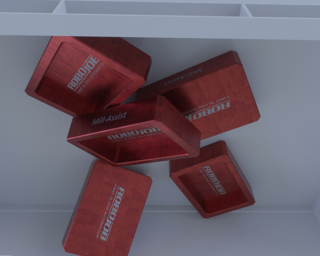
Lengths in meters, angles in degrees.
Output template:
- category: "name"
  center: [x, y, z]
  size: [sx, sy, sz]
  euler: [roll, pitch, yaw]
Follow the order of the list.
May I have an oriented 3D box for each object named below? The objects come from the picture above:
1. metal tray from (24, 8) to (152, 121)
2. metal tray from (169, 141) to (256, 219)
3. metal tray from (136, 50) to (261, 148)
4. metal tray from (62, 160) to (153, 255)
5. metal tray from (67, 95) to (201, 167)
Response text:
- category: "metal tray"
  center: [-0.080, -0.054, 0.327]
  size: [0.090, 0.030, 0.129]
  euler: [28, 147, -23]
- category: "metal tray"
  center: [0.082, 0.085, 0.478]
  size: [0.090, 0.030, 0.130]
  euler: [-23, 127, 18]
- category: "metal tray"
  center: [0.047, -0.028, 0.383]
  size: [0.130, 0.030, 0.090]
  euler: [-20, 128, 16]
- category: "metal tray"
  center: [-0.075, 0.120, 0.450]
  size: [0.091, 0.130, 0.030]
  euler: [23, 168, -18]
- category: "metal tray"
  center: [-0.030, 0.010, 0.360]
  size: [0.130, 0.030, 0.090]
  euler: [-11, 147, 32]
